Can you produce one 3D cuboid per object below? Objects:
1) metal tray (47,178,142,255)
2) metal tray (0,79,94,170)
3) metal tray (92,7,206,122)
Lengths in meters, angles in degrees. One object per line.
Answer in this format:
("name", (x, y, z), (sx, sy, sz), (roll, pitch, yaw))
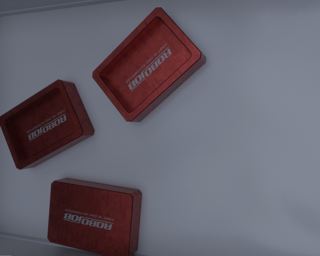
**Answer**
("metal tray", (-0.094, 0.125, 0.440), (0.130, 0.030, 0.089), (5, 92, 19))
("metal tray", (-0.173, -0.003, 0.467), (0.130, 0.030, 0.090), (-27, 81, 17))
("metal tray", (-0.017, -0.081, 0.412), (0.130, 0.030, 0.090), (-41, 77, 15))
